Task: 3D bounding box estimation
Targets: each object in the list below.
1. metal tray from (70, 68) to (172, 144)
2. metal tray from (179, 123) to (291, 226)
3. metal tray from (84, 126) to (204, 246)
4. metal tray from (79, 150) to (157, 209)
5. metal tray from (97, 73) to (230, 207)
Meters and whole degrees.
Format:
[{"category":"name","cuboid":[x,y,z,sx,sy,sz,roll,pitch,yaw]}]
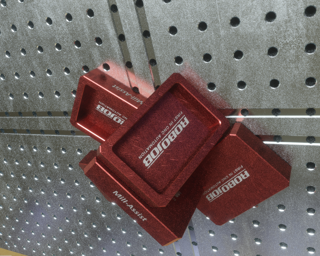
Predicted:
[{"category":"metal tray","cuboid":[-0.056,-0.012,0.429,0.130,0.030,0.089,31,128,7]},{"category":"metal tray","cuboid":[0.087,0.064,0.399,0.090,0.030,0.129,41,129,-1]},{"category":"metal tray","cuboid":[-0.014,0.064,0.375,0.130,0.090,0.030,44,129,-3]},{"category":"metal tray","cuboid":[-0.051,0.078,0.450,0.130,0.030,0.090,1,131,44]},{"category":"metal tray","cuboid":[0.007,0.011,0.346,0.090,0.130,0.030,44,157,-2]}]
